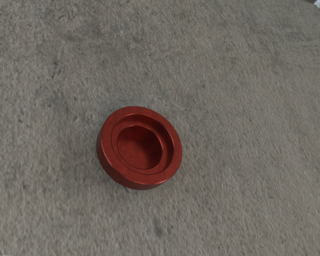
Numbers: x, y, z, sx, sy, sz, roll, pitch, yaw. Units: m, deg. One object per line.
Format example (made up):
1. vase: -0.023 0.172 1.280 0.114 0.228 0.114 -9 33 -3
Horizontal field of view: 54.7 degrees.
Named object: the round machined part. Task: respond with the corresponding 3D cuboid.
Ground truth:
1. round machined part: -0.027 0.026 0.364 0.099 0.042 0.098 14 56 -21
